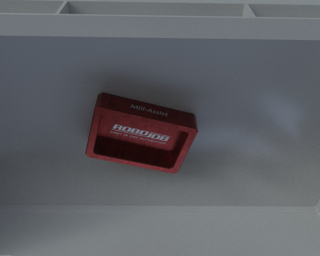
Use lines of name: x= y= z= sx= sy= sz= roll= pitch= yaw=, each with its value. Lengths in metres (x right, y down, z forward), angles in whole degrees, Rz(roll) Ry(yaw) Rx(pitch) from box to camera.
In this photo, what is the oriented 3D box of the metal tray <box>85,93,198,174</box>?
metal tray: x=-0.026 y=0.011 z=0.414 sx=0.131 sy=0.030 sz=0.089 roll=13 pitch=129 yaw=-11
